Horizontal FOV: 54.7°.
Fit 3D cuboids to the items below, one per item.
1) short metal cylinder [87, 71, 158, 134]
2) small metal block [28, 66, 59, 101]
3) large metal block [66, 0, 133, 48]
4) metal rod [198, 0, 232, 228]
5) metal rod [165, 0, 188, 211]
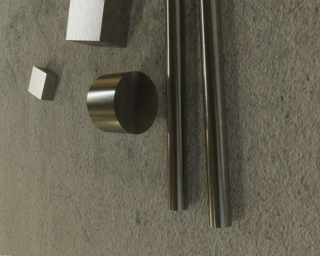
[{"bbox_3d":[-0.047,-0.033,0.406,0.050,0.081,0.079,3,92,39],"label":"short metal cylinder"},{"bbox_3d":[-0.220,-0.084,0.583,0.050,0.025,0.050,29,108,36],"label":"small metal block"},{"bbox_3d":[-0.091,-0.166,0.461,0.080,0.050,0.079,14,99,38],"label":"large metal block"},{"bbox_3d":[0.061,-0.040,0.352,0.025,0.025,0.298,-4,87,39],"label":"metal rod"},{"bbox_3d":[0.020,-0.050,0.386,0.025,0.025,0.298,-1,89,39],"label":"metal rod"}]
